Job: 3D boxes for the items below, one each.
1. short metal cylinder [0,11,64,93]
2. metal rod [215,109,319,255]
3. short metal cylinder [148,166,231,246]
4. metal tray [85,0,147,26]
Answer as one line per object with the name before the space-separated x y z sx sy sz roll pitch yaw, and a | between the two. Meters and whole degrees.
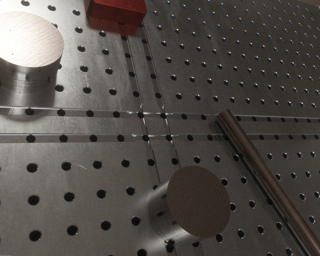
short metal cylinder | -0.158 -0.088 0.361 0.081 0.050 0.080 14 56 -21
metal rod | 0.172 0.102 0.441 0.025 0.025 0.299 -22 74 -36
short metal cylinder | 0.033 0.090 0.357 0.081 0.050 0.080 14 56 -21
metal tray | -0.078 -0.231 0.505 0.091 0.030 0.130 1 61 -28
